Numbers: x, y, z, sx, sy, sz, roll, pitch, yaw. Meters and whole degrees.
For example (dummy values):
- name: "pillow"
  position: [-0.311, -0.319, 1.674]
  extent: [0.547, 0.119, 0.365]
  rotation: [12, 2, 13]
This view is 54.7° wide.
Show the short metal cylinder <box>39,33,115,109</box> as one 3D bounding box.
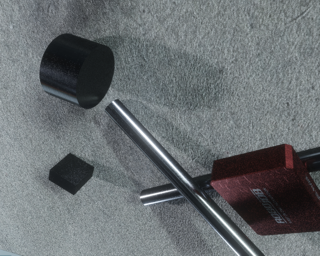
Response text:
- name: "short metal cylinder"
  position: [-0.099, -0.069, 0.379]
  extent: [0.050, 0.080, 0.079]
  rotation: [22, 126, 15]

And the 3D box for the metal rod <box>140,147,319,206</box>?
- name: "metal rod"
  position: [0.092, 0.064, 0.397]
  extent: [0.300, 0.025, 0.025]
  rotation: [-21, 107, 35]

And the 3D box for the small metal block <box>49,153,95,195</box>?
- name: "small metal block"
  position: [-0.146, 0.075, 0.511]
  extent: [0.050, 0.050, 0.025]
  rotation: [29, 128, 10]

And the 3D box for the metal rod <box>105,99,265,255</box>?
- name: "metal rod"
  position: [0.037, 0.077, 0.403]
  extent: [0.300, 0.025, 0.025]
  rotation: [47, 129, 7]

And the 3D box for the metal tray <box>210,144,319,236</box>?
- name: "metal tray"
  position: [0.129, 0.078, 0.356]
  extent: [0.090, 0.030, 0.130]
  rotation: [-19, 127, 34]
